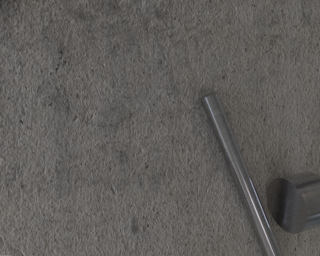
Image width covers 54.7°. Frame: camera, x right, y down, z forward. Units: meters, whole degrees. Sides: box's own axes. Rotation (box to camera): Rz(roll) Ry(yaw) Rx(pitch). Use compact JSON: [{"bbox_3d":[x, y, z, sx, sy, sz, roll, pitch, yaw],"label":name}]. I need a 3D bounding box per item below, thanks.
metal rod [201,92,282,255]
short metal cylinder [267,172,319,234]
[{"bbox_3d":[0.127,0.089,0.455,0.025,0.025,0.299,-26,99,-18],"label":"metal rod"},{"bbox_3d":[0.204,0.109,0.455,0.050,0.080,0.079,-8,93,-20],"label":"short metal cylinder"}]
